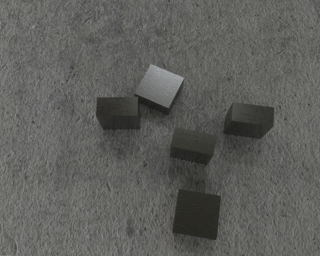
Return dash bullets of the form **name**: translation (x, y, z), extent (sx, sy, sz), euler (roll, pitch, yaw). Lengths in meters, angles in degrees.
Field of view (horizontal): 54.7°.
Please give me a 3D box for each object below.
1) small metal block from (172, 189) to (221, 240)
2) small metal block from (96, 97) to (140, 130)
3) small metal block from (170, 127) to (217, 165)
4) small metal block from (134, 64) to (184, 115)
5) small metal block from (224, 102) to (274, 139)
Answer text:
- **small metal block**: translation (0.043, 0.104, 0.370), extent (0.050, 0.025, 0.050), euler (9, 70, 3)
- **small metal block**: translation (-0.052, -0.018, 0.401), extent (0.050, 0.050, 0.025), euler (-1, 70, 0)
- **small metal block**: translation (0.040, 0.024, 0.386), extent (0.050, 0.050, 0.025), euler (12, 71, 4)
- **small metal block**: translation (-0.001, -0.053, 0.427), extent (0.050, 0.025, 0.050), euler (24, 72, 8)
- **small metal block**: translation (0.113, -0.009, 0.399), extent (0.050, 0.050, 0.025), euler (8, 71, 3)
